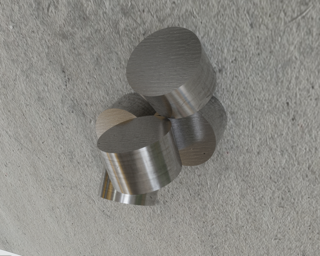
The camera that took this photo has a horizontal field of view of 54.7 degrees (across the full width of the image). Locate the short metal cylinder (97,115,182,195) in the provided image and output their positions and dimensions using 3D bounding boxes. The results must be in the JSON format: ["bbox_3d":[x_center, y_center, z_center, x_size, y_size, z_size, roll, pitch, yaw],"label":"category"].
[{"bbox_3d":[-0.021,0.027,0.334,0.080,0.080,0.050,-1,118,28],"label":"short metal cylinder"}]

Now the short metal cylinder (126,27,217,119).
[{"bbox_3d":[0.013,-0.056,0.321,0.080,0.080,0.050,1,157,27],"label":"short metal cylinder"}]

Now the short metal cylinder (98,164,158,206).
[{"bbox_3d":[-0.041,0.074,0.430,0.080,0.080,0.050,7,83,24],"label":"short metal cylinder"}]

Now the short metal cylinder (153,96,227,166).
[{"bbox_3d":[0.035,-0.001,0.371,0.080,0.050,0.079,13,124,20],"label":"short metal cylinder"}]

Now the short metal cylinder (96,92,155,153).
[{"bbox_3d":[-0.037,-0.001,0.409,0.080,0.050,0.079,13,124,20],"label":"short metal cylinder"}]
